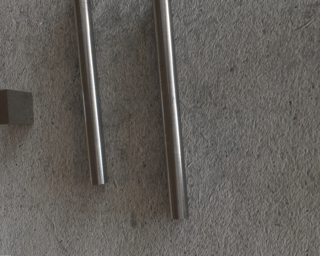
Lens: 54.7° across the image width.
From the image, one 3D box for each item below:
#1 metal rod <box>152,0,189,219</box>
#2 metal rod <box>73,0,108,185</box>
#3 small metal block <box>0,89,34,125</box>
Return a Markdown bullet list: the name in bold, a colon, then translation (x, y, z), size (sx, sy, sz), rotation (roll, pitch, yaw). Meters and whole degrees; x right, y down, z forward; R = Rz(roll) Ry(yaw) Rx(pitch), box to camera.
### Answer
- **metal rod**: translation (0.013, -0.034, 0.403), size (0.025, 0.025, 0.298), rotation (-5, 88, 19)
- **metal rod**: translation (-0.101, -0.070, 0.443), size (0.025, 0.025, 0.298), rotation (-7, 88, 19)
- **small metal block**: translation (-0.222, -0.030, 0.472), size (0.025, 0.050, 0.050), rotation (-5, 89, 20)
